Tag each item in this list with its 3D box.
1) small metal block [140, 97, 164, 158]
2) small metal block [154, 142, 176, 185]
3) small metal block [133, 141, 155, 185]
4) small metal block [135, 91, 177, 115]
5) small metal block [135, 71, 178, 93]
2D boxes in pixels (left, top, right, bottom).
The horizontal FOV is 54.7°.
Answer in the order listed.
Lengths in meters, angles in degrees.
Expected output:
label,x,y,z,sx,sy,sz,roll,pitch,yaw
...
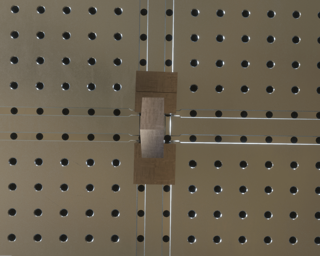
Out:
label,x,y,z,sx,sy,sz,roll,pitch,yaw
small metal block,-0.008,0.000,0.359,0.025,0.050,0.050,1,48,0
small metal block,0.006,0.044,0.400,0.025,0.050,0.050,1,90,0
small metal block,-0.019,0.043,0.400,0.025,0.050,0.050,1,90,0
small metal block,-0.005,-0.031,0.400,0.050,0.050,0.025,2,90,-1
small metal block,-0.004,-0.056,0.400,0.050,0.050,0.025,2,90,-1
